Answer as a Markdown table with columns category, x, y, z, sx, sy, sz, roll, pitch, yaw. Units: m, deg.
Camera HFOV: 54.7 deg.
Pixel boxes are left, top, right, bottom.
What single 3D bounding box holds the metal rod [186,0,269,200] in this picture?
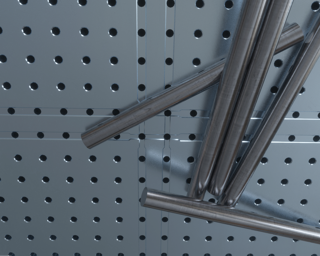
| category | x | y | z | sx | sy | sz | roll | pitch | yaw |
| --- | --- | --- | --- | --- | --- | --- | --- | --- | --- |
| metal rod | 0.077 | -0.024 | 0.384 | 0.025 | 0.025 | 0.298 | 10 | 118 | -4 |

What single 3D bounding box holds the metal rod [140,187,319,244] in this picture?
| category | x | y | z | sx | sy | sz | roll | pitch | yaw |
| --- | --- | --- | --- | --- | --- | --- | --- | --- | --- |
| metal rod | 0.118 | 0.129 | 0.438 | 0.302 | 0.025 | 0.025 | 16 | 110 | -16 |

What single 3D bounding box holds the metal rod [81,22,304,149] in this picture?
| category | x | y | z | sx | sy | sz | roll | pitch | yaw |
| --- | --- | --- | --- | --- | --- | --- | --- | --- | --- |
| metal rod | 0.034 | -0.049 | 0.395 | 0.301 | 0.025 | 0.025 | -27 | 108 | 9 |

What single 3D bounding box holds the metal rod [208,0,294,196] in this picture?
| category | x | y | z | sx | sy | sz | roll | pitch | yaw |
| --- | --- | --- | --- | --- | --- | --- | --- | --- | --- |
| metal rod | 0.107 | -0.039 | 0.379 | 0.025 | 0.025 | 0.298 | 10 | 118 | -4 |

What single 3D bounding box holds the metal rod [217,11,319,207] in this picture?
| category | x | y | z | sx | sy | sz | roll | pitch | yaw |
| --- | --- | --- | --- | --- | --- | --- | --- | --- | --- |
| metal rod | 0.150 | -0.012 | 0.411 | 0.025 | 0.025 | 0.298 | 20 | 109 | -8 |
